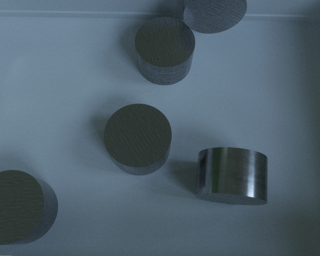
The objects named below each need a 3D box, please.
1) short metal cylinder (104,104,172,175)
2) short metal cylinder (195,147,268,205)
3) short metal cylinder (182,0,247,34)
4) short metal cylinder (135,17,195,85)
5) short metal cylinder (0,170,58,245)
[{"bbox_3d":[-0.026,0.016,0.390,0.081,0.050,0.080,0,70,0],"label":"short metal cylinder"},{"bbox_3d":[0.083,0.058,0.360,0.080,0.080,0.050,7,70,2],"label":"short metal cylinder"},{"bbox_3d":[0.069,-0.170,0.406,0.081,0.080,0.050,-3,67,-1],"label":"short metal cylinder"},{"bbox_3d":[0.007,-0.107,0.436,0.081,0.050,0.080,0,70,0],"label":"short metal cylinder"},{"bbox_3d":[-0.167,0.093,0.360,0.081,0.050,0.080,0,70,0],"label":"short metal cylinder"}]
